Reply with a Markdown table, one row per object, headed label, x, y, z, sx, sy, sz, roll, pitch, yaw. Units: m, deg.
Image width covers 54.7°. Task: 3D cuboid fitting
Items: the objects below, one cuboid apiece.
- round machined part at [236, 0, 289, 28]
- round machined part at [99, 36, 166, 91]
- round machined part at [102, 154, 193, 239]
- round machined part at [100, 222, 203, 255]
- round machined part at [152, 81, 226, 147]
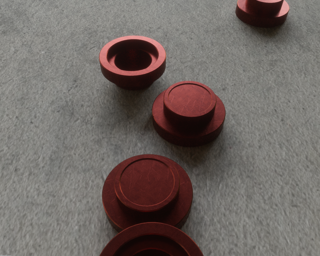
| label | x | y | z | sx | sy | sz | roll | pitch | yaw |
| --- | --- | --- | --- | --- | --- | --- | --- | --- | --- |
| round machined part | 0.199 | -0.238 | 0.595 | 0.099 | 0.042 | 0.098 | 0 | 50 | 0 |
| round machined part | -0.040 | -0.095 | 0.471 | 0.099 | 0.042 | 0.098 | 0 | 50 | 0 |
| round machined part | -0.013 | 0.068 | 0.335 | 0.099 | 0.042 | 0.098 | 0 | 50 | 0 |
| round machined part | -0.007 | 0.138 | 0.274 | 0.099 | 0.042 | 0.098 | 0 | 53 | 0 |
| round machined part | 0.039 | -0.026 | 0.414 | 0.099 | 0.042 | 0.098 | 0 | 50 | 0 |
